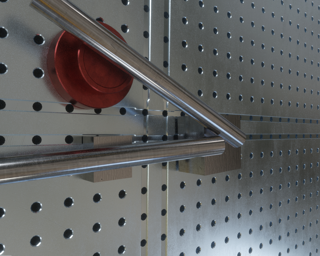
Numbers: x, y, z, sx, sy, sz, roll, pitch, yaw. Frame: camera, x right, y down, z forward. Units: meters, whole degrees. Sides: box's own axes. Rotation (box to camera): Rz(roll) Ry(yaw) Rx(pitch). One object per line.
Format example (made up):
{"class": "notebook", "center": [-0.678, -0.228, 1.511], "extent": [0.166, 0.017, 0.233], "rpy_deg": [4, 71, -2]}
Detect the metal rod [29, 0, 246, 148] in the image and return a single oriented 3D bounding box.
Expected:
{"class": "metal rod", "center": [0.001, -0.050, 0.349], "extent": [0.301, 0.025, 0.025], "rpy_deg": [31, 70, -33]}

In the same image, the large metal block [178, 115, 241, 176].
{"class": "large metal block", "center": [0.073, 0.022, 0.453], "extent": [0.081, 0.050, 0.079], "rpy_deg": [-3, 92, -40]}

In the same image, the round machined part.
{"class": "round machined part", "center": [-0.068, -0.070, 0.342], "extent": [0.099, 0.042, 0.097], "rpy_deg": [0, 90, -40]}

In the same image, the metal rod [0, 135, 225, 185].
{"class": "metal rod", "center": [-0.054, 0.032, 0.330], "extent": [0.303, 0.025, 0.025], "rpy_deg": [-4, 93, -30]}

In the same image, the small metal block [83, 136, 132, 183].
{"class": "small metal block", "center": [-0.061, 0.034, 0.361], "extent": [0.050, 0.025, 0.050], "rpy_deg": [-1, 91, -40]}
